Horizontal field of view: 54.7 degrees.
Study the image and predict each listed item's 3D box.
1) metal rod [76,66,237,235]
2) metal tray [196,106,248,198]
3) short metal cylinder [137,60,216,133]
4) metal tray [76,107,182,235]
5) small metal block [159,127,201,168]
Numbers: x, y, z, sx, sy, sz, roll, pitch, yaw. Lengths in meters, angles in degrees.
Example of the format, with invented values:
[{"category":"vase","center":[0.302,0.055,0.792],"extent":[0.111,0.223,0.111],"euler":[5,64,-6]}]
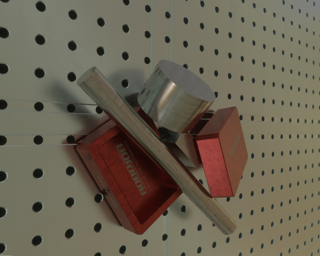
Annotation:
[{"category":"metal rod","center":[0.014,0.046,0.377],"extent":[0.300,0.025,0.025],"euler":[49,61,-29]},{"category":"metal tray","center":[0.095,0.030,0.448],"extent":[0.131,0.030,0.089],"euler":[-40,117,-59]},{"category":"short metal cylinder","center":[0.020,-0.039,0.378],"extent":[0.081,0.080,0.050],"euler":[10,125,-40]},{"category":"metal tray","center":[-0.030,0.050,0.376],"extent":[0.091,0.030,0.129],"euler":[-39,114,-33]},{"category":"small metal block","center":[0.023,0.025,0.407],"extent":[0.050,0.050,0.025],"euler":[48,61,-30]}]
